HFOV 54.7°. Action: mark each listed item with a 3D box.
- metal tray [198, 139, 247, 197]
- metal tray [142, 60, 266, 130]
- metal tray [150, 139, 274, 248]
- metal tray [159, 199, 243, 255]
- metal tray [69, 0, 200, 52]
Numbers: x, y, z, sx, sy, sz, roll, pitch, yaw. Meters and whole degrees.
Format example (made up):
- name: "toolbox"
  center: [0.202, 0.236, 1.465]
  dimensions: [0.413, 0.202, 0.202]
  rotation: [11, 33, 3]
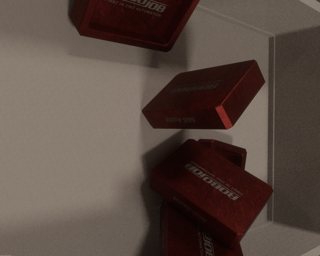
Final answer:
- name: "metal tray"
  center: [0.089, 0.088, 0.480]
  dimensions: [0.091, 0.030, 0.129]
  rotation: [17, 80, -39]
- name: "metal tray"
  center: [0.050, -0.039, 0.382]
  dimensions: [0.090, 0.130, 0.030]
  rotation: [-48, 119, -30]
- name: "metal tray"
  center: [0.063, 0.075, 0.394]
  dimensions: [0.091, 0.130, 0.030]
  rotation: [-36, 147, -39]
- name: "metal tray"
  center: [0.047, 0.135, 0.366]
  dimensions: [0.091, 0.130, 0.030]
  rotation: [16, 115, -7]
- name: "metal tray"
  center: [-0.023, -0.139, 0.348]
  dimensions: [0.131, 0.089, 0.030]
  rotation: [-1, 47, -40]
